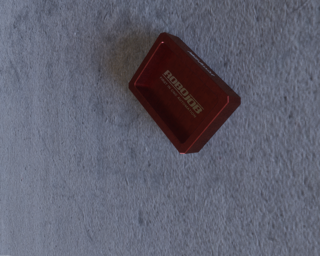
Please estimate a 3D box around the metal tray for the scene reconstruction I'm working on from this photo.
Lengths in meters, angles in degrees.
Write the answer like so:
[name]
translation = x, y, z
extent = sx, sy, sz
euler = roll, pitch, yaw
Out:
[metal tray]
translation = 0.024, -0.044, 0.382
extent = 0.130, 0.030, 0.090
euler = 52, 120, 27
